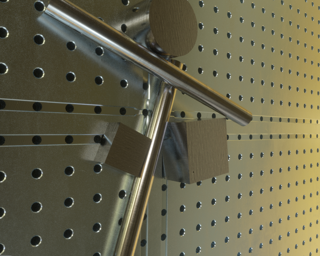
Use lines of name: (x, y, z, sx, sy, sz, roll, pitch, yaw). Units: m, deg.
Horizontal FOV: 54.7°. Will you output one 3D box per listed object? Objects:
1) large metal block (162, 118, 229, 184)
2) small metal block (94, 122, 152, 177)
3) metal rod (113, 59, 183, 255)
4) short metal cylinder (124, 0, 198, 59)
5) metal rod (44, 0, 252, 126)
large metal block: (0.050, 0.028, 0.437, 0.081, 0.050, 0.079, -7, 95, -40)
small metal block: (-0.044, 0.026, 0.374, 0.050, 0.025, 0.050, 31, 71, -36)
metal rod: (-0.018, 0.052, 0.396, 0.025, 0.025, 0.299, 24, 75, -38)
short metal cylinder: (0.002, -0.128, 0.396, 0.081, 0.050, 0.079, 0, 90, -40)
metal rod: (0.007, -0.071, 0.387, 0.302, 0.025, 0.025, 25, 74, -28)
